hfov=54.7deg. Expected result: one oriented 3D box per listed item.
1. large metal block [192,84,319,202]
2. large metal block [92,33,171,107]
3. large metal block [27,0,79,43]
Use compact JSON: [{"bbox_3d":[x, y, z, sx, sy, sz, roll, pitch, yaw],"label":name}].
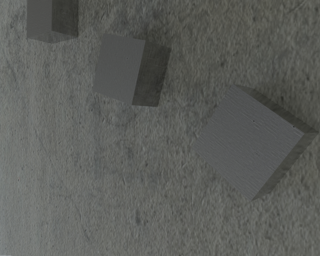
[{"bbox_3d":[0.093,0.013,0.311,0.080,0.050,0.080,43,116,31],"label":"large metal block"},{"bbox_3d":[-0.040,-0.078,0.419,0.080,0.050,0.079,22,104,37],"label":"large metal block"},{"bbox_3d":[-0.188,-0.198,0.540,0.080,0.050,0.079,3,92,39],"label":"large metal block"}]
